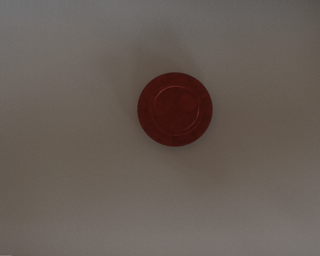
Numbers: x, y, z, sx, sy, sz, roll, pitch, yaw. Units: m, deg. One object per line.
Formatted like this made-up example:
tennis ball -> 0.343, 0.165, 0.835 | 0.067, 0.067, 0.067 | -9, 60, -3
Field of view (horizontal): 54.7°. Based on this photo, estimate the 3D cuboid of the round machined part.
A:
round machined part -> 0.020, -0.024, 0.403 | 0.099, 0.042, 0.097 | 0, 90, -1
